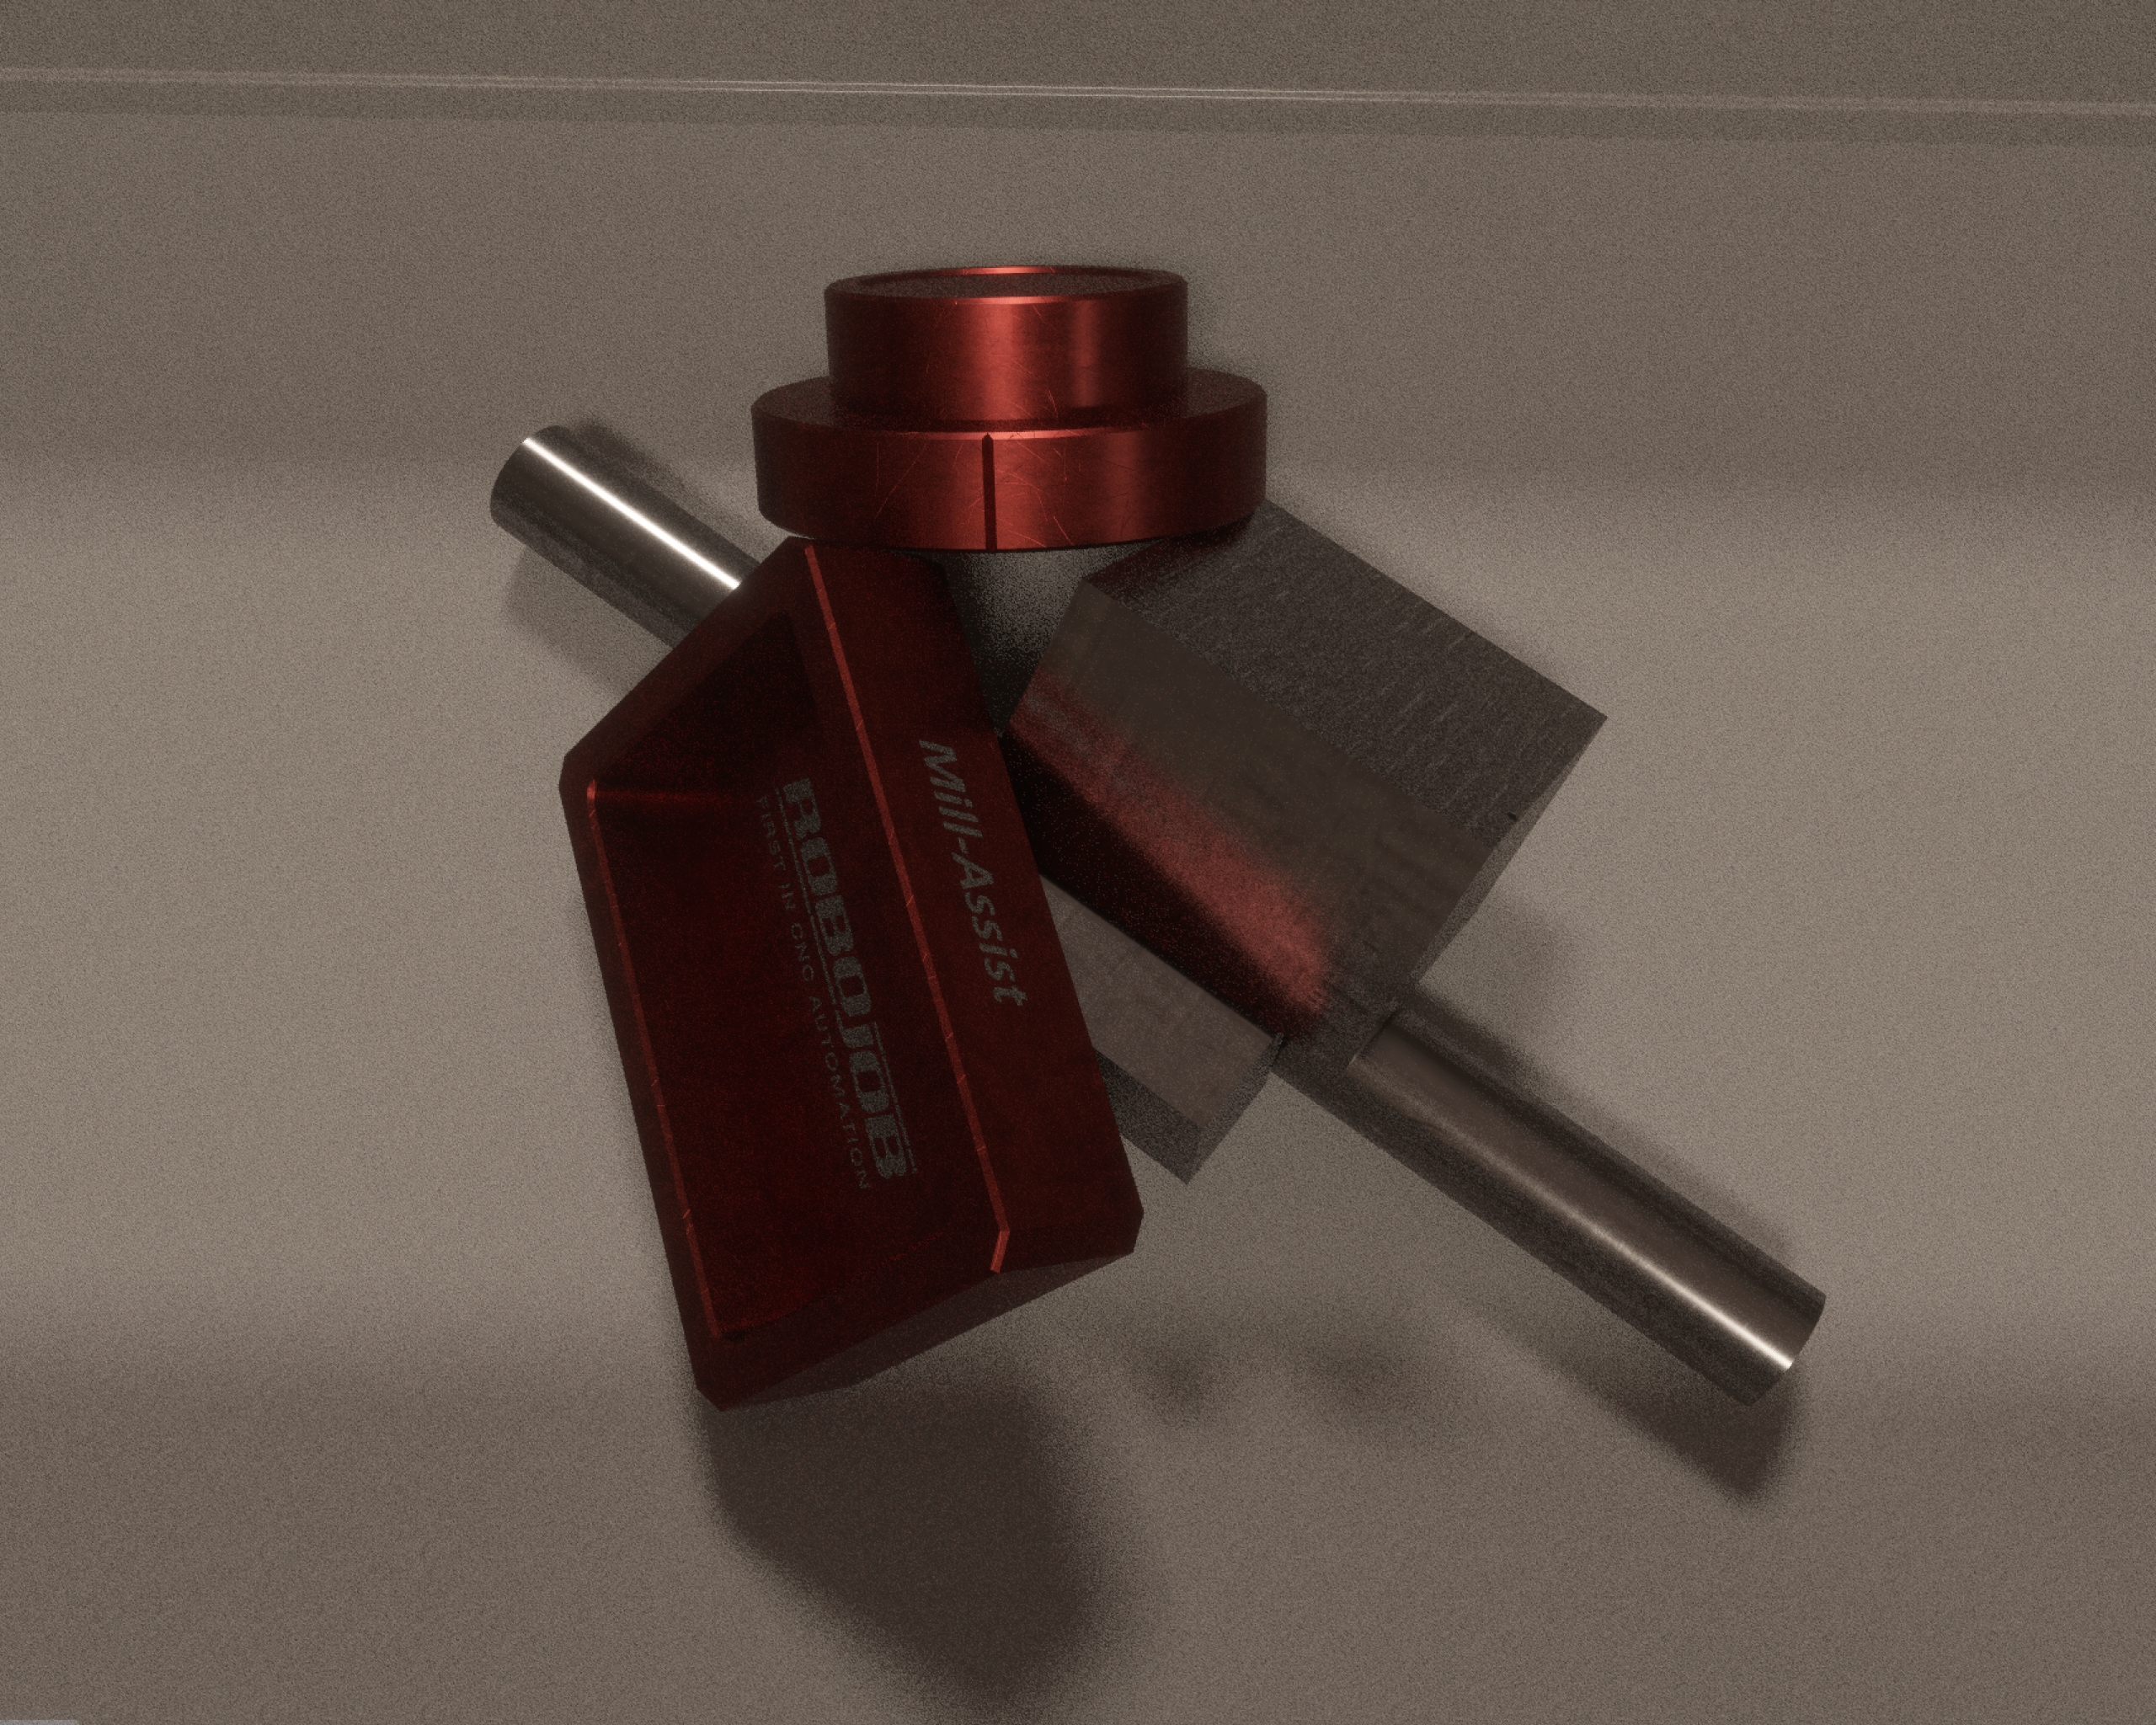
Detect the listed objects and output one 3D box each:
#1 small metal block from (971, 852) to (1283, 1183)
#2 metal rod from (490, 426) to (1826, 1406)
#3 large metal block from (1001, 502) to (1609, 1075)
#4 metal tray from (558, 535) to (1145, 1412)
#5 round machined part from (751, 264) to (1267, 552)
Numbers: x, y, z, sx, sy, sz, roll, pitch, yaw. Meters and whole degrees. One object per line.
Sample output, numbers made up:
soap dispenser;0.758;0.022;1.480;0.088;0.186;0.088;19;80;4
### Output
small metal block;0.009;0.030;0.384;0.050;0.050;0.025;36;74;12
metal rod;0.007;0.004;0.407;0.300;0.025;0.025;35;74;11
large metal block;0.040;-0.018;0.381;0.080;0.050;0.080;35;31;12
metal tray;-0.045;0.020;0.367;0.030;0.090;0.130;2;63;-44
round machined part;-0.013;-0.091;0.400;0.099;0.098;0.042;-2;111;-1
